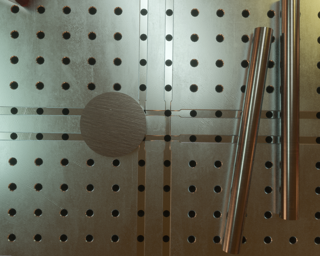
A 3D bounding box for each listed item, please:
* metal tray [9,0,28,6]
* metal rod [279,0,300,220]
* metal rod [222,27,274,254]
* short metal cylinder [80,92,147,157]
[{"bbox_3d":[-0.224,-0.232,0.407,0.131,0.030,0.090,25,90,-1],"label":"metal tray"},{"bbox_3d":[0.174,-0.029,0.415,0.025,0.025,0.298,0,90,-1],"label":"metal rod"},{"bbox_3d":[0.117,0.016,0.414,0.025,0.025,0.298,8,90,-1],"label":"metal rod"},{"bbox_3d":[-0.057,-0.004,0.400,0.081,0.050,0.079,0,90,-1],"label":"short metal cylinder"}]
